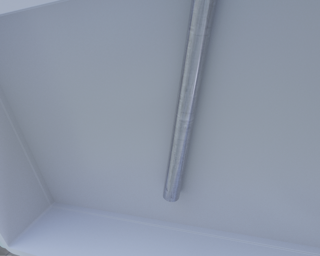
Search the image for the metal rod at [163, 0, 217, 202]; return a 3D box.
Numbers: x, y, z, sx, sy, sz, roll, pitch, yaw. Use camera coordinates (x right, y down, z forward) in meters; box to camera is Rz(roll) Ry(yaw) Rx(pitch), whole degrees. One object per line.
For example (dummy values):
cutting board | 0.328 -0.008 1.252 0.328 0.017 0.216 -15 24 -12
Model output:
metal rod | 0.031 -0.022 0.379 0.025 0.025 0.298 19 126 17
